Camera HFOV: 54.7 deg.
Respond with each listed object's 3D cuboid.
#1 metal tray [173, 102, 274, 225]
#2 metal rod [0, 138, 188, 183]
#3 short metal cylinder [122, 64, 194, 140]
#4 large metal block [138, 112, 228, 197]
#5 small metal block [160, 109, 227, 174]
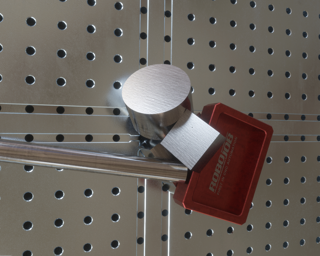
[{"bbox_3d":[0.080,0.044,0.385,0.091,0.030,0.129,22,82,-19],"label":"metal tray"},{"bbox_3d":[-0.119,0.031,0.338,0.302,0.025,0.025,8,87,-9],"label":"metal rod"},{"bbox_3d":[-0.001,-0.032,0.377,0.080,0.080,0.050,-37,145,-17],"label":"short metal cylinder"},{"bbox_3d":[0.032,0.035,0.411,0.080,0.050,0.080,-37,102,-17],"label":"large metal block"},{"bbox_3d":[0.038,0.015,0.350,0.050,0.050,0.025,-53,147,5],"label":"small metal block"}]
